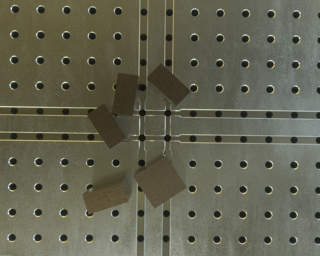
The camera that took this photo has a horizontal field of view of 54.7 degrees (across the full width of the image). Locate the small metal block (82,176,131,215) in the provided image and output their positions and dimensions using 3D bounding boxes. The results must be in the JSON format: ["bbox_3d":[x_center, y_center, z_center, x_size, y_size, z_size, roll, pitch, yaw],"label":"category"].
[{"bbox_3d":[-0.066,0.085,0.400,0.050,0.050,0.025,-17,90,0],"label":"small metal block"}]

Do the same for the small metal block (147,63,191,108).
[{"bbox_3d":[0.011,-0.053,0.401,0.050,0.050,0.025,43,90,-1],"label":"small metal block"}]

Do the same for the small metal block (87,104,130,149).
[{"bbox_3d":[-0.065,-0.002,0.400,0.025,0.050,0.050,-33,90,0],"label":"small metal block"}]

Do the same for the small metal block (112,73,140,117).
[{"bbox_3d":[-0.042,-0.041,0.400,0.025,0.050,0.050,9,90,0],"label":"small metal block"}]

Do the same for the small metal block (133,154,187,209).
[{"bbox_3d":[0.000,0.070,0.413,0.050,0.025,0.050,-33,90,0],"label":"small metal block"}]
